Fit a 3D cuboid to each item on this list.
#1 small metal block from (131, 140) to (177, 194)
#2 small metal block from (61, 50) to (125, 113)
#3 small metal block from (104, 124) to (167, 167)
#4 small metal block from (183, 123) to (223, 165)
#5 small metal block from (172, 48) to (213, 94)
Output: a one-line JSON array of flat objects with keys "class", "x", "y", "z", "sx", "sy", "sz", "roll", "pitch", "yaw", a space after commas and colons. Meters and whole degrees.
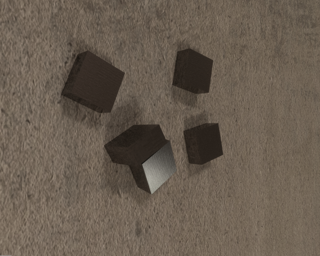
[{"class": "small metal block", "x": -0.008, "y": 0.046, "z": 0.392, "sx": 0.050, "sy": 0.025, "sz": 0.050, "roll": -39, "pitch": 130, "yaw": -33}, {"class": "small metal block", "x": -0.073, "y": -0.050, "z": 0.345, "sx": 0.050, "sy": 0.025, "sz": 0.050, "roll": 28, "pitch": 73, "yaw": -37}, {"class": "small metal block", "x": -0.029, "y": 0.019, "z": 0.366, "sx": 0.050, "sy": 0.050, "sz": 0.025, "roll": -37, "pitch": 113, "yaw": -34}, {"class": "small metal block", "x": 0.065, "y": 0.023, "z": 0.462, "sx": 0.050, "sy": 0.025, "sz": 0.050, "roll": -18, "pitch": 102, "yaw": -39}, {"class": "small metal block", "x": 0.048, "y": -0.080, "z": 0.447, "sx": 0.050, "sy": 0.025, "sz": 0.050, "roll": 14, "pitch": 81, "yaw": -39}]
